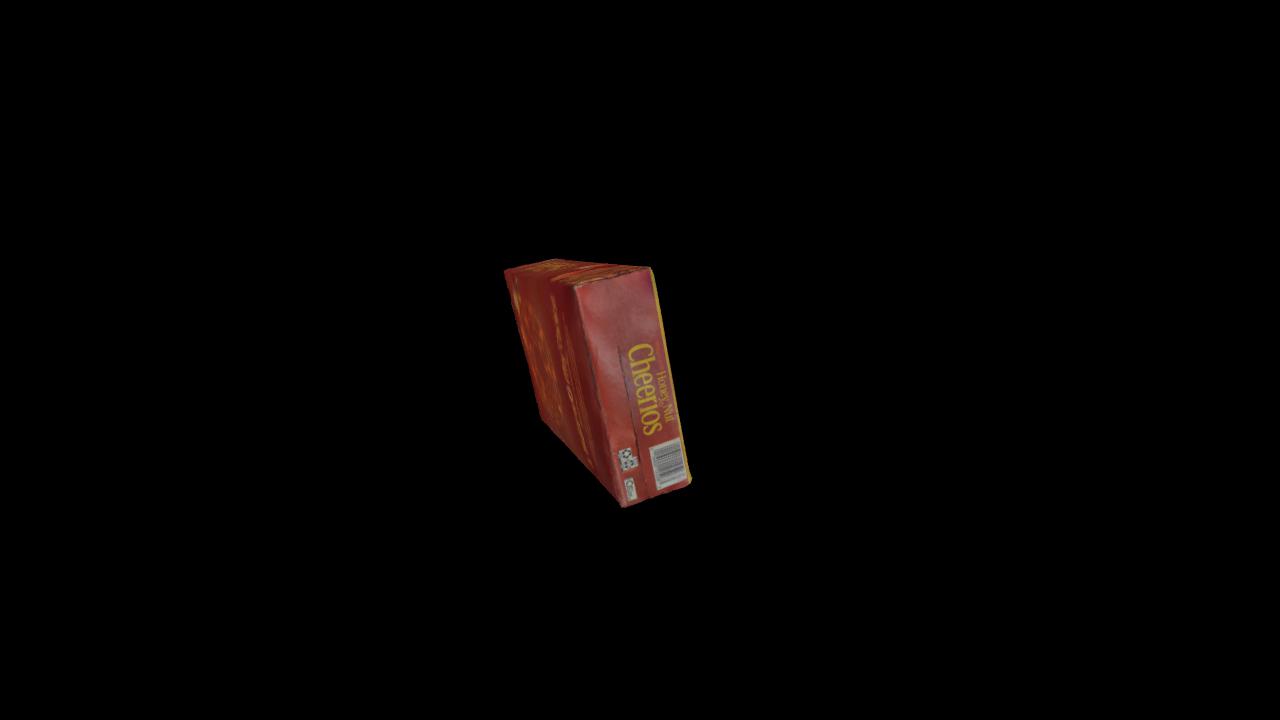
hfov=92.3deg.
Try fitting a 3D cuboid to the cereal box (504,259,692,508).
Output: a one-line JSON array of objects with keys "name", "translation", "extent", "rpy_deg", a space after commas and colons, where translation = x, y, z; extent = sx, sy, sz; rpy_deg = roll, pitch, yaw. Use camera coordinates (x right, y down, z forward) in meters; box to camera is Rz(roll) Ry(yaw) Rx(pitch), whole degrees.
[{"name": "cereal box", "translation": [-0.059, 0.000, 0.649], "extent": [0.081, 0.203, 0.306], "rpy_deg": [-16, 15, -19]}]
